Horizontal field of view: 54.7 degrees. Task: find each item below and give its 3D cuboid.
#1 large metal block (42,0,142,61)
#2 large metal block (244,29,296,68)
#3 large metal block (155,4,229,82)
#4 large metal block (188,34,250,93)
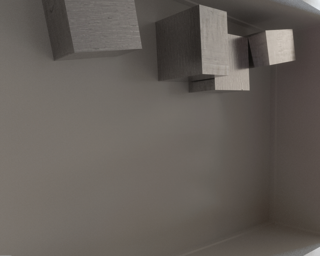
[{"bbox_3d":[-0.072,-0.118,0.329,0.081,0.050,0.079,-16,100,-39],"label":"large metal block"},{"bbox_3d":[0.160,-0.125,0.505,0.081,0.080,0.050,-17,101,-39],"label":"large metal block"},{"bbox_3d":[0.041,-0.105,0.404,0.050,0.080,0.079,-5,94,-40],"label":"large metal block"},{"bbox_3d":[0.088,-0.094,0.463,0.081,0.050,0.079,-5,93,-40],"label":"large metal block"}]
